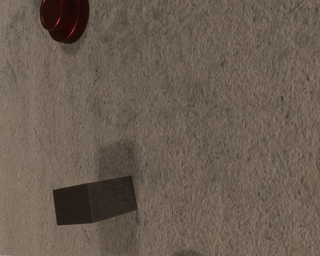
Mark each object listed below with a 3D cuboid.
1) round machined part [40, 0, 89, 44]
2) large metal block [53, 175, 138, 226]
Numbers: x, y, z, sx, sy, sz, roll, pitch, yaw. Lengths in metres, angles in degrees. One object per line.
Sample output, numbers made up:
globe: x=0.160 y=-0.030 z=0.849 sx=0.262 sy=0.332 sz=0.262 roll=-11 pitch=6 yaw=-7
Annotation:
round machined part: x=-0.169 y=-0.197 z=0.530 sx=0.098 sy=0.042 sz=0.097 roll=0 pitch=90 yaw=39
large metal block: x=-0.092 y=0.103 z=0.443 sx=0.080 sy=0.081 sz=0.050 roll=-17 pitch=79 yaw=38
